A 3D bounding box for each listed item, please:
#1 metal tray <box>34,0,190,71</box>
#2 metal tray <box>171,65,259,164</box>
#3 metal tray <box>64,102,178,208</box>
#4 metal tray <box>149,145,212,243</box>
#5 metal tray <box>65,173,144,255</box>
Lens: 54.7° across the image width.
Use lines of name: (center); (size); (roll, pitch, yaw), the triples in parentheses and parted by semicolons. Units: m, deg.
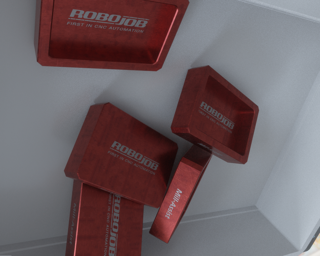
metal tray: (-0.048, -0.101, 0.298); (0.131, 0.030, 0.089); (-3, 141, -28)
metal tray: (0.079, -0.013, 0.415); (0.131, 0.030, 0.090); (28, 72, -38)
metal tray: (-0.040, 0.037, 0.379); (0.130, 0.030, 0.090); (32, 67, -39)
metal tray: (0.033, 0.089, 0.446); (0.090, 0.030, 0.129); (-34, 148, -65)
metal tray: (-0.068, 0.122, 0.397); (0.091, 0.030, 0.129); (12, 73, -34)
